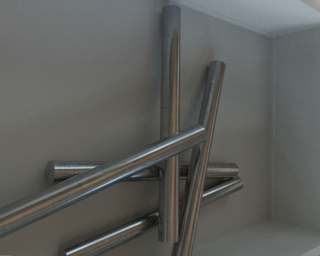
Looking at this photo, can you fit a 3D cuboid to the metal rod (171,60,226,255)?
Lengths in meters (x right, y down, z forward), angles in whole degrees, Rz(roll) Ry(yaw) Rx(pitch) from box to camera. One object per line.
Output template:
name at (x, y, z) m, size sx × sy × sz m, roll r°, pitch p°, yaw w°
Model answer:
metal rod at (0.056, 0.037, 0.428) m, size 0.025 × 0.025 × 0.299 m, roll 31°, pitch 63°, yaw -36°

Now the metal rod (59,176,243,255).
metal rod at (0.014, 0.114, 0.419) m, size 0.302 × 0.025 × 0.025 m, roll -11°, pitch 97°, yaw -40°

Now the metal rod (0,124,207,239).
metal rod at (-0.067, 0.054, 0.317) m, size 0.302 × 0.025 × 0.025 m, roll -22°, pitch 104°, yaw -32°

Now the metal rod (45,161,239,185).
metal rod at (0.004, 0.057, 0.410) m, size 0.302 × 0.025 × 0.025 m, roll 6°, pitch 87°, yaw -40°

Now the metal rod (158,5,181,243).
metal rod at (0.013, -0.012, 0.395) m, size 0.025 × 0.025 × 0.298 m, roll 9°, pitch 78°, yaw -40°
